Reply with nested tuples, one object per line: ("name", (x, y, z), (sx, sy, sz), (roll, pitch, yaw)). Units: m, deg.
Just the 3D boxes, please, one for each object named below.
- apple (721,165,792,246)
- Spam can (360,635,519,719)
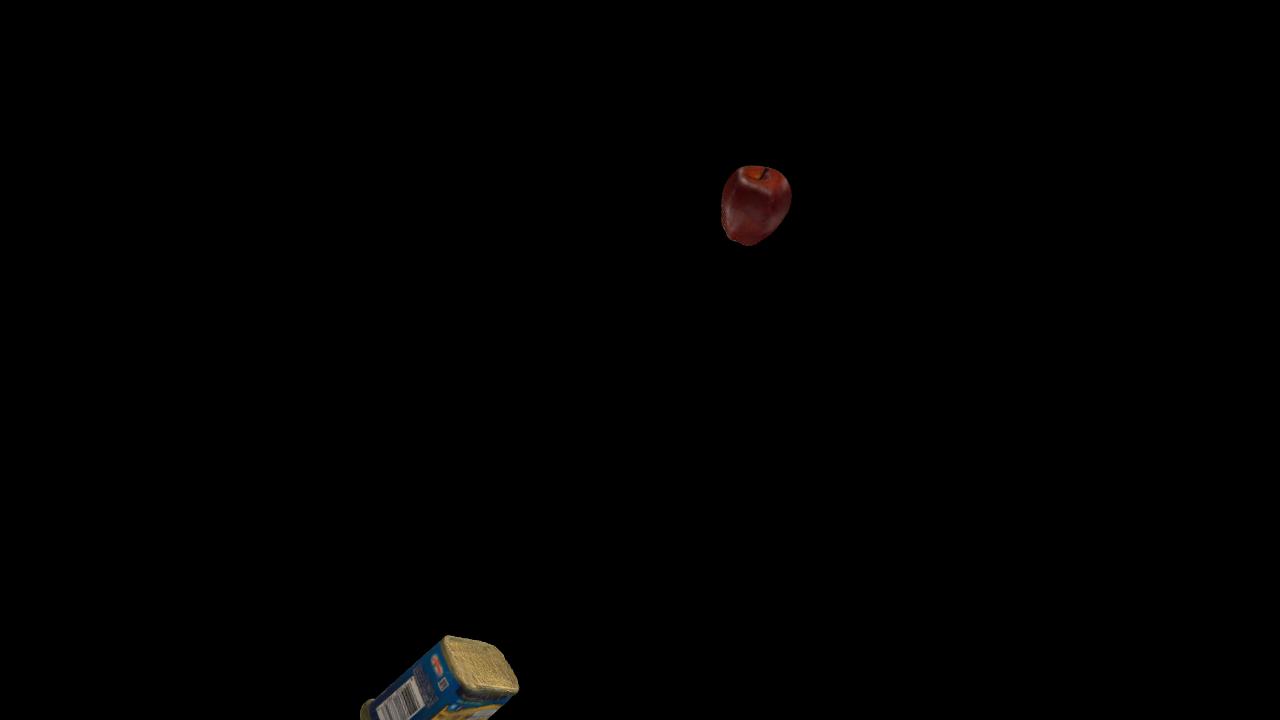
("apple", (0.130, -0.177, 0.700), (0.079, 0.079, 0.093), (0, -43, -12))
("Spam can", (-0.163, 0.285, 0.517), (0.058, 0.085, 0.101), (46, -5, 34))
